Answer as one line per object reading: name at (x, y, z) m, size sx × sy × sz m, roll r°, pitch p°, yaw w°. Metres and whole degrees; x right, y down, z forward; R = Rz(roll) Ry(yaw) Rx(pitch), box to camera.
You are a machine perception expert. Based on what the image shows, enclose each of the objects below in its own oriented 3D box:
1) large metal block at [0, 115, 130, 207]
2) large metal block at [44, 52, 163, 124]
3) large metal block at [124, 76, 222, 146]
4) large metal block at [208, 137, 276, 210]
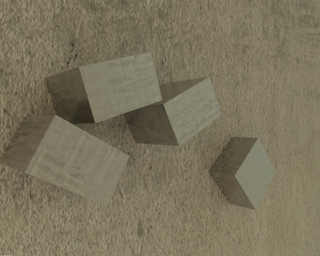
large metal block at (-0.091, 0.030, 0.293) m, size 0.080 × 0.080 × 0.050 m, roll 35°, pitch 69°, yaw -35°
large metal block at (-0.058, -0.040, 0.319) m, size 0.081 × 0.080 × 0.050 m, roll -23°, pitch 105°, yaw -38°
large metal block at (0.014, -0.021, 0.380) m, size 0.081 × 0.080 × 0.050 m, roll -34°, pitch 111°, yaw -35°
large metal block at (0.135, 0.071, 0.501) m, size 0.080 × 0.050 × 0.080 m, roll -50°, pitch 119°, yaw -28°
